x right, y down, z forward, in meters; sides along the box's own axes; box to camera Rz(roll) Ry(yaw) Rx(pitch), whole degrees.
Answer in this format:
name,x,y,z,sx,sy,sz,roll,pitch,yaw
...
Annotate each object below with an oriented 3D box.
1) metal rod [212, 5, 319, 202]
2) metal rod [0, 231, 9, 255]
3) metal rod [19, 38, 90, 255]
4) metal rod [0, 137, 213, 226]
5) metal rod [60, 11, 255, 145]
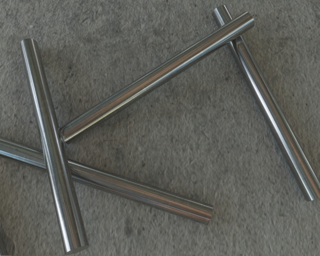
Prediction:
name,x,y,z,sx,sy,sz,roll,pitch,yaw
metal rod,0.142,-0.047,0.426,0.025,0.025,0.299,-18,71,-7
metal rod,-0.207,0.113,0.364,0.025,0.025,0.299,-27,73,-10
metal rod,-0.138,0.002,0.384,0.025,0.025,0.299,-20,63,-7
metal rod,-0.084,0.061,0.384,0.301,0.025,0.025,17,71,5
metal rod,-0.001,-0.071,0.419,0.301,0.025,0.025,-33,74,-6
